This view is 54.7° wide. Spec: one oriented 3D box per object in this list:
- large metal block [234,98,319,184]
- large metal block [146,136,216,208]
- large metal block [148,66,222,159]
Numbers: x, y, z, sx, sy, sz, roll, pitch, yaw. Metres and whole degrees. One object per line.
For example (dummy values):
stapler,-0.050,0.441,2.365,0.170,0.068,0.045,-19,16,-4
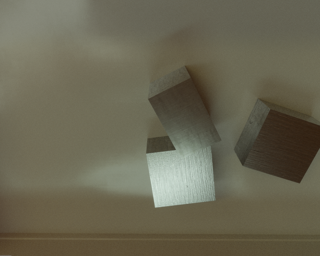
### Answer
large metal block,0.155,0.016,0.406,0.080,0.050,0.079,17,109,-7
large metal block,0.028,0.055,0.419,0.080,0.050,0.079,-7,110,2
large metal block,0.028,-0.022,0.374,0.050,0.080,0.080,-26,108,9
